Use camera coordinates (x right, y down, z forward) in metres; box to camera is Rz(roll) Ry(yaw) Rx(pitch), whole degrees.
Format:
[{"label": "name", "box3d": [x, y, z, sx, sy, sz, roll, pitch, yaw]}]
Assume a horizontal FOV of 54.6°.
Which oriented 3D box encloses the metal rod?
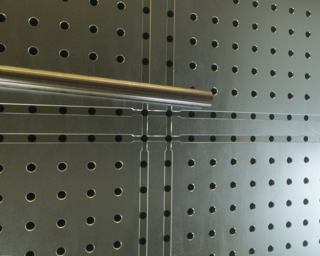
[{"label": "metal rod", "box3d": [-0.073, -0.051, 0.385, 0.302, 0.025, 0.025, 4, 89, -20]}]
